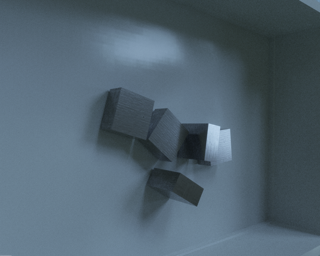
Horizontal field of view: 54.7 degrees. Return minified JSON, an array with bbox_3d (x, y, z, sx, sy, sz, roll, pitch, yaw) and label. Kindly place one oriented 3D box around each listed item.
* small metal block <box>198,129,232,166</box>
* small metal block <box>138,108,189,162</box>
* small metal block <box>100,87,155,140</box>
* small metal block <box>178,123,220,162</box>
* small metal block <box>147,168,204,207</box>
[{"bbox_3d":[0.084,0.028,0.477,0.050,0.025,0.050,-7,95,-40],"label":"small metal block"},{"bbox_3d":[0.005,0.009,0.409,0.050,0.025,0.050,46,62,-30],"label":"small metal block"},{"bbox_3d":[-0.038,-0.016,0.373,0.050,0.025,0.050,20,78,-39],"label":"small metal block"},{"bbox_3d":[0.055,0.020,0.436,0.025,0.050,0.050,13,82,-40],"label":"small metal block"},{"bbox_3d":[0.020,0.077,0.406,0.050,0.050,0.025,38,68,-35],"label":"small metal block"}]
